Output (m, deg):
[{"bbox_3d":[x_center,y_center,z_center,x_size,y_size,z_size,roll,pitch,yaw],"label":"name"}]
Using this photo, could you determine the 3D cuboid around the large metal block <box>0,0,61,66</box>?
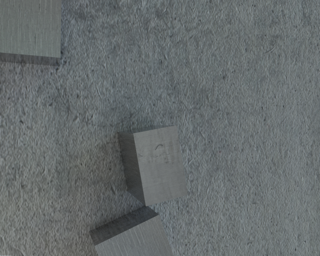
[{"bbox_3d":[-0.152,-0.115,0.339,0.081,0.050,0.080,1,90,-20],"label":"large metal block"}]

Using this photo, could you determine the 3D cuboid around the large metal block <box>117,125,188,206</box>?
[{"bbox_3d":[-0.012,0.040,0.375,0.050,0.080,0.080,-11,94,-20],"label":"large metal block"}]

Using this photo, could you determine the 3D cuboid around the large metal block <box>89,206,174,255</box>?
[{"bbox_3d":[-0.032,0.154,0.384,0.081,0.050,0.080,-21,97,-19],"label":"large metal block"}]
